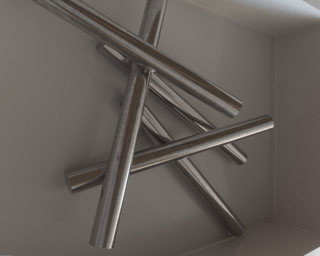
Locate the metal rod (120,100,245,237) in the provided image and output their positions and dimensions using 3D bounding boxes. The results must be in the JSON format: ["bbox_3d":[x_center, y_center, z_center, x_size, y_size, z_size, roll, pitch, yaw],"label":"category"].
[{"bbox_3d":[0.046,0.067,0.444,0.300,0.025,0.025,50,60,-28],"label":"metal rod"}]

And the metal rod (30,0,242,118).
[{"bbox_3d":[-0.037,-0.089,0.320,0.301,0.025,0.025,28,72,-19],"label":"metal rod"}]

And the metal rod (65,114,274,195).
[{"bbox_3d":[0.033,0.025,0.397,0.303,0.025,0.025,-14,100,-28],"label":"metal rod"}]

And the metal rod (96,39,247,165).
[{"bbox_3d":[0.036,-0.024,0.436,0.301,0.025,0.025,37,67,-34],"label":"metal rod"}]

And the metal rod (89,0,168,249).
[{"bbox_3d":[-0.029,-0.025,0.343,0.025,0.025,0.299,22,73,-38],"label":"metal rod"}]
